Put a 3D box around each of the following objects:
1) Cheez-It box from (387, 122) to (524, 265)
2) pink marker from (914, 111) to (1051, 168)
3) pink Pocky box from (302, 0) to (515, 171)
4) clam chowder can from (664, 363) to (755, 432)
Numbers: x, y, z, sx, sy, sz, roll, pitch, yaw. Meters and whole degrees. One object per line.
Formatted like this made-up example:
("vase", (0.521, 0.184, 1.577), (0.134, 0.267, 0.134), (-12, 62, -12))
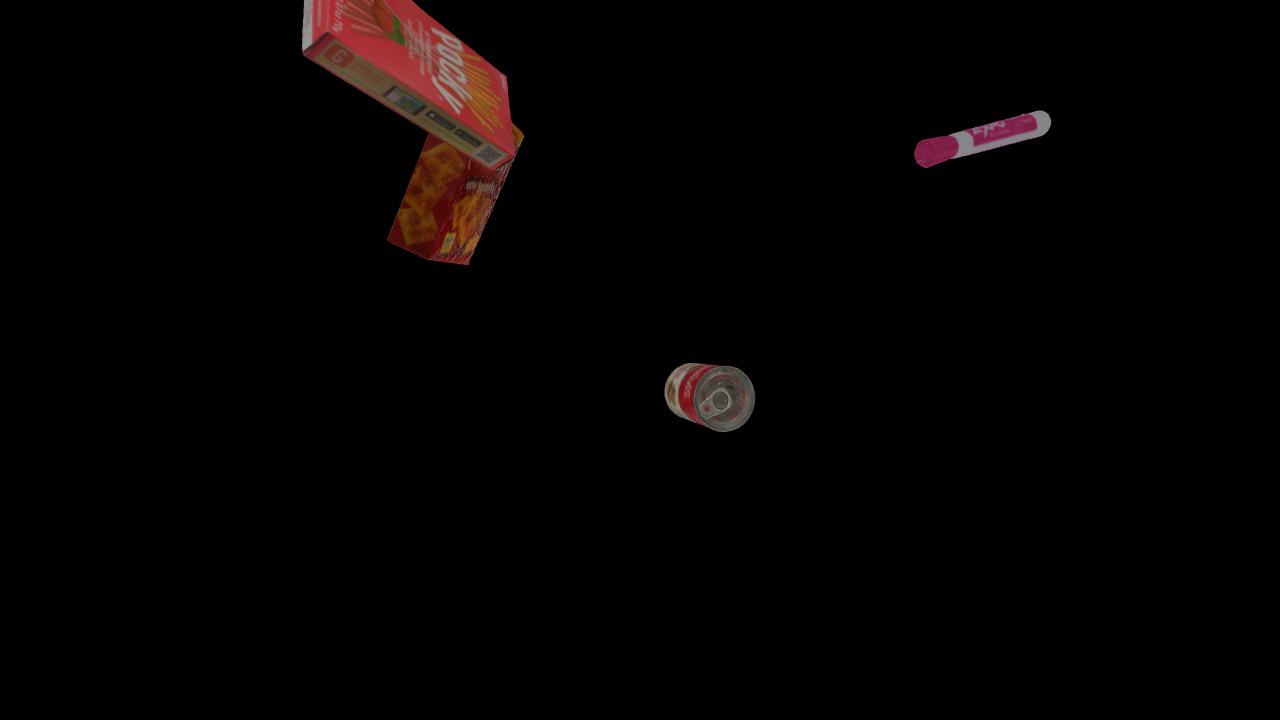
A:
("Cheez-It box", (-0.254, -0.249, 0.869), (0.071, 0.223, 0.166), (25, 7, 0))
("pink marker", (0.243, -0.157, 0.437), (0.121, 0.020, 0.020), (-19, 7, -20))
("pink Pocky box", (-0.154, -0.206, 0.434), (0.029, 0.084, 0.155), (-21, -24, 29))
("clam chowder can", (0.072, 0.038, 0.669), (0.068, 0.068, 0.102), (0, 1, -15))
